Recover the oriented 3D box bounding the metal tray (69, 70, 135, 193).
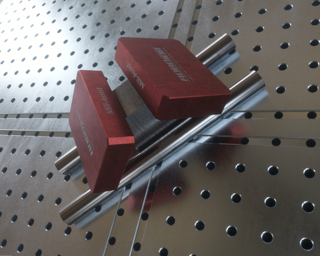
[{"bbox_3d":[-0.077,0.001,0.377,0.130,0.030,0.089,60,140,38],"label":"metal tray"}]

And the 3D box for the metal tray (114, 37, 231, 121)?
[{"bbox_3d":[0.011,-0.064,0.370,0.091,0.030,0.130,-7,44,-30],"label":"metal tray"}]

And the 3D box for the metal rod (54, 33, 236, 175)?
[{"bbox_3d":[-0.023,-0.032,0.438,0.300,0.025,0.025,-37,51,3],"label":"metal rod"}]

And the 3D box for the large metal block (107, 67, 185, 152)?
[{"bbox_3d":[-0.016,-0.021,0.392,0.080,0.080,0.050,-36,51,4],"label":"large metal block"}]

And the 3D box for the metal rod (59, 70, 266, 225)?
[{"bbox_3d":[0.000,0.027,0.391,0.300,0.025,0.025,-36,51,4],"label":"metal rod"}]
